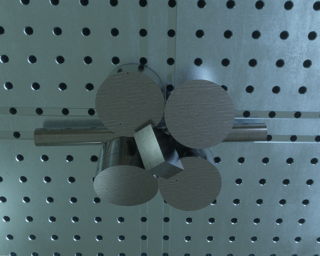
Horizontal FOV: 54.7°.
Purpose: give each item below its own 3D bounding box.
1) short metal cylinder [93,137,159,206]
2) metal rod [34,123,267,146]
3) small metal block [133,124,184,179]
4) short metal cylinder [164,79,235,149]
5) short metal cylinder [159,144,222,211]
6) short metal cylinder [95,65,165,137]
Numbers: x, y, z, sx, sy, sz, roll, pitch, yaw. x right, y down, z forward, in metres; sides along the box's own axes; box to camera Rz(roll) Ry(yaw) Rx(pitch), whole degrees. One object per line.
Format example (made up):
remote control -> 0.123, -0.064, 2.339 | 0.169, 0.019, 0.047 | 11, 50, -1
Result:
short metal cylinder -> -0.042, 0.057, 0.404 | 0.081, 0.050, 0.079 | -1, 130, -1
metal rod -> -0.012, 0.009, 0.412 | 0.302, 0.025, 0.025 | -1, 110, 0
small metal block -> -0.001, 0.029, 0.369 | 0.025, 0.050, 0.050 | -32, 149, 17
short metal cylinder -> 0.045, -0.015, 0.377 | 0.081, 0.050, 0.080 | 0, 87, 0
short metal cylinder -> 0.039, 0.064, 0.420 | 0.081, 0.050, 0.079 | 0, 110, 0
short metal cylinder -> -0.035, -0.035, 0.383 | 0.081, 0.050, 0.079 | 0, 110, 0
